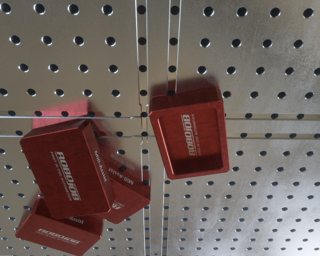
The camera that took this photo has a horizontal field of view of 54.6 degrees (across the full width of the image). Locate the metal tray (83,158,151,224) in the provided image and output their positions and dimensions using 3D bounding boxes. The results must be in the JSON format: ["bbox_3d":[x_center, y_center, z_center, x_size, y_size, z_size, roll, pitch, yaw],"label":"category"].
[{"bbox_3d":[-0.090,0.098,0.491,0.130,0.030,0.090,36,121,-27],"label":"metal tray"}]

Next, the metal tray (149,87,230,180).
[{"bbox_3d":[0.043,0.013,0.418,0.090,0.030,0.129,-9,130,7],"label":"metal tray"}]

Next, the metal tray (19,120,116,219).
[{"bbox_3d":[-0.124,0.060,0.429,0.090,0.030,0.129,-11,110,11],"label":"metal tray"}]

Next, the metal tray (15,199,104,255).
[{"bbox_3d":[-0.181,0.185,0.564,0.131,0.030,0.090,28,125,-22],"label":"metal tray"}]
